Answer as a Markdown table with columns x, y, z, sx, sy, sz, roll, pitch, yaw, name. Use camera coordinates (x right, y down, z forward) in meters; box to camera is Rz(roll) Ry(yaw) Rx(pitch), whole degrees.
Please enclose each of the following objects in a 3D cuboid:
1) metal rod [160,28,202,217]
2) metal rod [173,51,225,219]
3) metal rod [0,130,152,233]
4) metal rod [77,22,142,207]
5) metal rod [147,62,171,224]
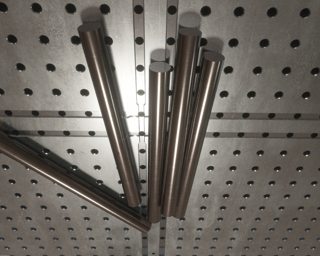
| x | y | z | sx | sy | sz | roll | pitch | yaw | name |
| --- | --- | --- | --- | --- | --- | --- | --- | --- | --- |
| 0.022 | 0.017 | 0.416 | 0.025 | 0.025 | 0.298 | 2 | 127 | -3 | metal rod |
| 0.046 | 0.033 | 0.440 | 0.025 | 0.025 | 0.298 | 4 | 130 | -4 | metal rod |
| -0.125 | 0.096 | 0.491 | 0.025 | 0.025 | 0.301 | -35 | 123 | 25 | metal rod |
| -0.058 | 0.008 | 0.417 | 0.025 | 0.025 | 0.298 | -5 | 130 | 3 | metal rod |
| -0.005 | 0.044 | 0.448 | 0.025 | 0.025 | 0.298 | 1 | 130 | -2 | metal rod |
